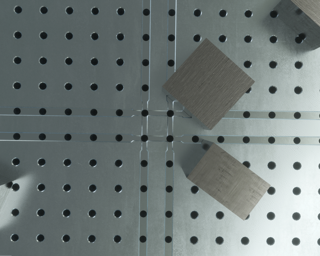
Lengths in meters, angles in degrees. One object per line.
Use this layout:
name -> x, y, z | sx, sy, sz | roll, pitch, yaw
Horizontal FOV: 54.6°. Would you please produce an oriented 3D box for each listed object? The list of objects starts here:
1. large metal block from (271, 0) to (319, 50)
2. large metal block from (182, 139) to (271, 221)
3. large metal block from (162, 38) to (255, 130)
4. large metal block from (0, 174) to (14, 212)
large metal block -> 0.210, -0.164, 0.402 | 0.080, 0.050, 0.080 | 42, 90, 0
large metal block -> 0.077, 0.060, 0.386 | 0.080, 0.080, 0.050 | 37, 90, 0
large metal block -> 0.059, -0.054, 0.401 | 0.080, 0.050, 0.080 | 42, 90, 0
large metal block -> -0.253, 0.092, 0.399 | 0.080, 0.050, 0.080 | 24, 90, 0
